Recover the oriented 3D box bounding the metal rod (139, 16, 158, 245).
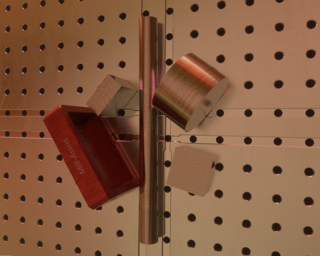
[{"bbox_3d":[-0.015,0.003,0.416,0.025,0.025,0.298,0,90,19],"label":"metal rod"}]

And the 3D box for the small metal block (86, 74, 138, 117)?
[{"bbox_3d":[-0.064,-0.042,0.420,0.025,0.050,0.050,43,103,14],"label":"small metal block"}]

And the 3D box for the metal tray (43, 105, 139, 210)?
[{"bbox_3d":[-0.086,0.033,0.406,0.030,0.090,0.130,-34,79,17],"label":"metal tray"}]

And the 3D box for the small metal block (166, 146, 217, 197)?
[{"bbox_3d":[0.041,0.055,0.398,0.050,0.025,0.050,16,95,19],"label":"small metal block"}]

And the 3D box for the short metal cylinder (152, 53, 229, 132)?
[{"bbox_3d":[0.036,-0.041,0.370,0.050,0.080,0.080,39,102,15],"label":"short metal cylinder"}]
